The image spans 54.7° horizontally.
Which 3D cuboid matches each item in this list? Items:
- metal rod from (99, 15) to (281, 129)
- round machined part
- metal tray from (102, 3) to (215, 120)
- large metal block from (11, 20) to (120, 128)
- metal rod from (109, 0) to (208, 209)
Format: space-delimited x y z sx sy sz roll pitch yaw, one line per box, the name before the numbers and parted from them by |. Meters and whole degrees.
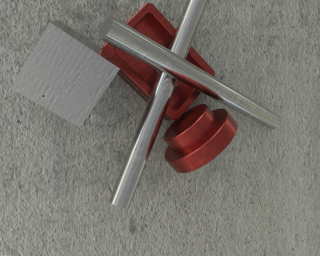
metal rod | 0.061 -0.053 0.387 0.302 0.025 0.025 21 83 -36
round machined part | 0.043 0.007 0.388 0.098 0.098 0.042 -44 104 -15
metal tray | -0.001 -0.083 0.406 0.130 0.030 0.090 44 76 -15
large metal block | -0.100 -0.060 0.344 0.080 0.050 0.080 32 104 -18
metal rod | 0.005 -0.049 0.379 0.025 0.025 0.299 23 82 -19
